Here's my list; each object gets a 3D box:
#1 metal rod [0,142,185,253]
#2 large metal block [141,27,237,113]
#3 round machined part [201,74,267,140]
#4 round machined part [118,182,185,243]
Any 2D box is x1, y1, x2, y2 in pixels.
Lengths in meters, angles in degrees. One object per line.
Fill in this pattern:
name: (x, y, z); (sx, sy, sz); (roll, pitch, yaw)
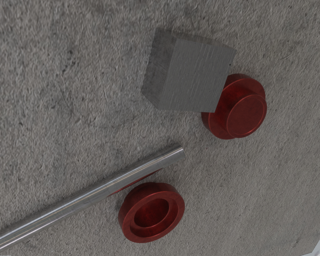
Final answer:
metal rod: (-0.103, 0.095, 0.409); (0.302, 0.025, 0.025); (-26, 128, -13)
large metal block: (0.032, -0.067, 0.367); (0.081, 0.050, 0.079); (1, 118, -29)
round machined part: (0.112, -0.024, 0.442); (0.099, 0.042, 0.097); (-14, 124, -21)
round machined part: (-0.016, 0.120, 0.462); (0.099, 0.042, 0.097); (-14, 124, -21)
